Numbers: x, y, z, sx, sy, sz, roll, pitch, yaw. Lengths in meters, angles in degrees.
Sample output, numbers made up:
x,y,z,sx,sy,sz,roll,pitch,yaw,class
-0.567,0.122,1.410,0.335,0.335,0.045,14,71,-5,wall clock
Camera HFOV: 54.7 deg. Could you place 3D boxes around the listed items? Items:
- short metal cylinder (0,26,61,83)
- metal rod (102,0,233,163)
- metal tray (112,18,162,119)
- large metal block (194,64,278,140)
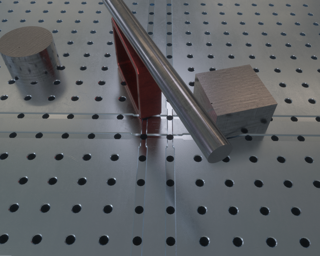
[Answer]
x,y,z,sx,sy,sz,roll,pitch,yaw,class
-0.204,-0.116,0.487,0.081,0.050,0.080,0,50,0,short metal cylinder
-0.009,-0.082,0.358,0.025,0.025,0.300,-19,53,-15,metal rod
-0.034,-0.089,0.439,0.030,0.089,0.130,-16,52,-13,metal tray
0.098,-0.036,0.423,0.081,0.050,0.080,-11,51,-10,large metal block
